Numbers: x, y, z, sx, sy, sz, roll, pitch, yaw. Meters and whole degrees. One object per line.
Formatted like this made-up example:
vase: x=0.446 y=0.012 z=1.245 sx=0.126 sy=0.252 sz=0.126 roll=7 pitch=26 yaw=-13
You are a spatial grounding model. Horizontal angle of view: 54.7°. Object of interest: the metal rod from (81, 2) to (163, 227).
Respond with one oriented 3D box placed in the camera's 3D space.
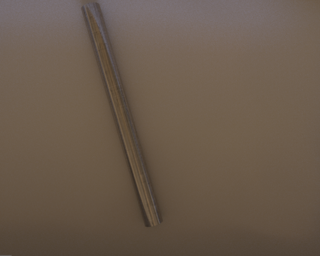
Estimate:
metal rod: x=-0.050 y=-0.017 z=0.410 sx=0.025 sy=0.025 sz=0.298 roll=-16 pitch=90 yaw=0
